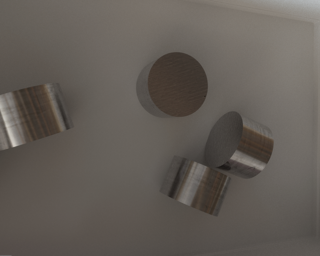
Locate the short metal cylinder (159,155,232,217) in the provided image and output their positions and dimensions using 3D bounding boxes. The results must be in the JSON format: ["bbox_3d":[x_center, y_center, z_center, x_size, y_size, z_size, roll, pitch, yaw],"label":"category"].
[{"bbox_3d":[0.046,0.074,0.400,0.080,0.080,0.050,26,82,-19],"label":"short metal cylinder"}]

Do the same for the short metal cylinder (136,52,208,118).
[{"bbox_3d":[0.015,-0.054,0.404,0.081,0.050,0.079,0,90,-21],"label":"short metal cylinder"}]

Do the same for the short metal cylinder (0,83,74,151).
[{"bbox_3d":[-0.139,-0.012,0.330,0.081,0.080,0.050,-19,97,-19],"label":"short metal cylinder"}]

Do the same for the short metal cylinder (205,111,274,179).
[{"bbox_3d":[0.106,0.023,0.422,0.050,0.080,0.080,23,83,-19],"label":"short metal cylinder"}]
